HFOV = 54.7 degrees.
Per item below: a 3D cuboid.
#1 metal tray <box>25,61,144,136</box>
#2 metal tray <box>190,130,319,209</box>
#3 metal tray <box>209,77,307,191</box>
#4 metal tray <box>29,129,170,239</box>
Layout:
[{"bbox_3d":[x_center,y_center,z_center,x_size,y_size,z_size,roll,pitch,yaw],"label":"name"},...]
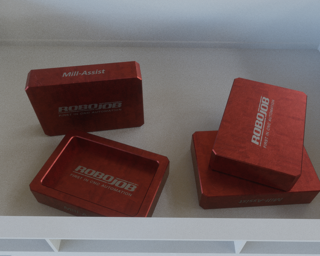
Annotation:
[{"bbox_3d":[-0.088,-0.035,0.390,0.131,0.089,0.030,-6,51,-6],"label":"metal tray"},{"bbox_3d":[0.107,0.045,0.366,0.131,0.030,0.090,-2,50,-3],"label":"metal tray"},{"bbox_3d":[0.118,0.001,0.363,0.090,0.030,0.130,16,51,12],"label":"metal tray"},{"bbox_3d":[-0.064,0.058,0.351,0.131,0.030,0.090,16,52,12],"label":"metal tray"}]
